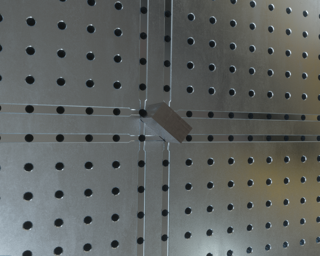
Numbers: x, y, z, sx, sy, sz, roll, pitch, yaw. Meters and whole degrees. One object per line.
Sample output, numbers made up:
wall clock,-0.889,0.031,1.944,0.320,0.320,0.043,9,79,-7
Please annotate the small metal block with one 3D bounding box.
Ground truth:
small metal block,0.007,-0.006,0.403,0.050,0.050,0.025,42,77,-16
